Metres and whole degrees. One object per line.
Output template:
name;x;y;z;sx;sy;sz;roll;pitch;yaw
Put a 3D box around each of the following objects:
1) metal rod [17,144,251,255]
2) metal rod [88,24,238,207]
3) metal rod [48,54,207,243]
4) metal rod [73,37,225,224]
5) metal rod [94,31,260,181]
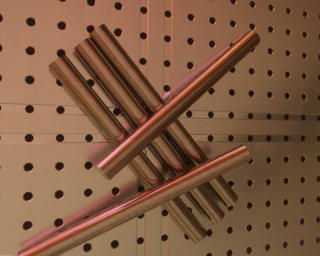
metal rod;-0.022;0.093;0.383;0.302;0.025;0.025;-24;99;-11
metal rod;0.012;-0.007;0.418;0.025;0.025;0.300;-42;104;-15
metal rod;-0.034;0.036;0.401;0.025;0.025;0.300;-41;103;-16
metal rod;-0.007;0.013;0.411;0.025;0.025;0.300;-41;103;-16
metal rod;0.037;-0.043;0.406;0.301;0.025;0.025;-42;104;-24
